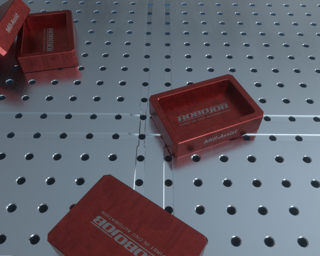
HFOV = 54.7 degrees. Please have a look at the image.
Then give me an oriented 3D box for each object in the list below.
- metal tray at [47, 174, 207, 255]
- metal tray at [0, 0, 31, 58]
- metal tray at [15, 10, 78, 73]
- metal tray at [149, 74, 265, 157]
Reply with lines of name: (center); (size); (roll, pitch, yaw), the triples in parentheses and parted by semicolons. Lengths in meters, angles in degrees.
metal tray: (-0.032, 0.115, 0.308); (0.130, 0.030, 0.090); (28, 55, 21)
metal tray: (-0.269, -0.151, 0.500); (0.090, 0.030, 0.130); (-19, 46, 23)
metal tray: (-0.192, -0.152, 0.529); (0.091, 0.030, 0.130); (-10, 51, -9)
metal tray: (0.061, -0.021, 0.422); (0.131, 0.030, 0.090); (-17, 52, -15)
